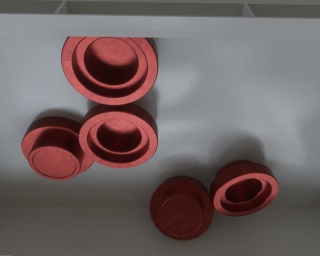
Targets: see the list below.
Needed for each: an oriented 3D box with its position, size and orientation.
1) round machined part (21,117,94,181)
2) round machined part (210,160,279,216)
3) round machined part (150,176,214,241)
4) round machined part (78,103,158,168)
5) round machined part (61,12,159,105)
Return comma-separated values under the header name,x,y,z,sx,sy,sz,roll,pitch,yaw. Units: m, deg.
name,x,y,z,sx,sy,sz,roll,pitch,yaw
round machined part,-0.140,0.035,0.426,0.099,0.042,0.097,0,130,0
round machined part,0.122,0.086,0.467,0.099,0.042,0.097,-5,128,-6
round machined part,0.032,0.126,0.474,0.098,0.042,0.097,1,96,9
round machined part,-0.052,0.004,0.401,0.099,0.042,0.097,0,130,0
round machined part,-0.051,-0.076,0.333,0.099,0.042,0.097,0,130,0
